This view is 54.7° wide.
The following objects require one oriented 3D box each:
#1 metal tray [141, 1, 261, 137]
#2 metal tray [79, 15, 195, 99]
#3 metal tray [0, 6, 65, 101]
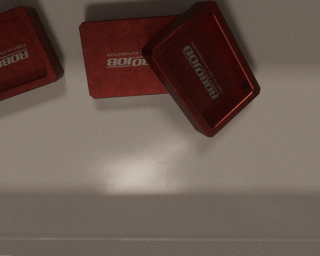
[{"bbox_3d":[0.052,-0.064,0.355,0.090,0.030,0.130,-42,119,-7],"label":"metal tray"},{"bbox_3d":[-0.024,-0.087,0.376,0.131,0.030,0.089,-4,110,1],"label":"metal tray"},{"bbox_3d":[-0.197,-0.082,0.375,0.131,0.030,0.090,-18,109,6],"label":"metal tray"}]
